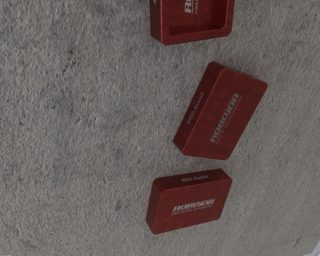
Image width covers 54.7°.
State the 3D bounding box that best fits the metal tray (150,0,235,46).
[{"bbox_3d":[0.035,-0.159,0.324,0.091,0.030,0.129,-15,125,-20],"label":"metal tray"}]

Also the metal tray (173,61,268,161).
[{"bbox_3d":[0.084,-0.019,0.438,0.091,0.030,0.129,11,113,-33],"label":"metal tray"}]

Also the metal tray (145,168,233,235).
[{"bbox_3d":[0.047,0.118,0.502,0.131,0.030,0.089,-4,120,-27],"label":"metal tray"}]
